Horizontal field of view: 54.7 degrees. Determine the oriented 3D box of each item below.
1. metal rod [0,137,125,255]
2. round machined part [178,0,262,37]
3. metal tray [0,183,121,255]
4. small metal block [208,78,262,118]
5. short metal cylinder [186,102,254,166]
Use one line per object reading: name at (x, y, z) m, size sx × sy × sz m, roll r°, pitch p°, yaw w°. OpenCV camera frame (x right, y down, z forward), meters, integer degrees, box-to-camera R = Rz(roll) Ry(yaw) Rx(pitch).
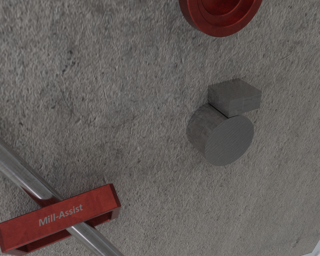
metal rod at (-0.120, 0.099, 0.373) m, size 0.025 × 0.025 × 0.299 m, roll -36°, pitch 121°, yaw -4°
round machined part at (0.062, -0.153, 0.336) m, size 0.099 × 0.042 × 0.097 m, roll -14°, pitch 124°, yaw -21°
metal tray at (-0.117, 0.114, 0.381) m, size 0.131 × 0.030 × 0.090 m, roll -18°, pitch 160°, yaw -18°
small metal block at (0.100, -0.042, 0.419) m, size 0.050 × 0.050 × 0.025 m, roll -17°, pitch 125°, yaw -19°
short metal cylinder at (0.085, 0.007, 0.442) m, size 0.081 × 0.050 × 0.079 m, roll -14°, pitch 124°, yaw -21°
